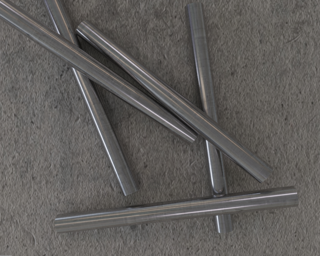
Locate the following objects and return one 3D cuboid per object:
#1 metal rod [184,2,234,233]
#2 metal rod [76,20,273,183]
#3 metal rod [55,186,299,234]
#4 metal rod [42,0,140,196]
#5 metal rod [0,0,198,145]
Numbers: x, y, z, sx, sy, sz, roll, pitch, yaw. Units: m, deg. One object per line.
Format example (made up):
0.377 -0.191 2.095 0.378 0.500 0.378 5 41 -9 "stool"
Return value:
0.065 -0.013 0.410 0.025 0.025 0.298 -8 90 0 "metal rod"
0.013 -0.038 0.392 0.300 0.025 0.025 39 90 7 "metal rod"
0.015 0.104 0.391 0.301 0.025 0.025 -9 90 7 "metal rod"
-0.094 -0.054 0.409 0.025 0.025 0.299 -22 90 0 "metal rod"
-0.079 -0.070 0.387 0.301 0.025 0.025 34 90 -9 "metal rod"
